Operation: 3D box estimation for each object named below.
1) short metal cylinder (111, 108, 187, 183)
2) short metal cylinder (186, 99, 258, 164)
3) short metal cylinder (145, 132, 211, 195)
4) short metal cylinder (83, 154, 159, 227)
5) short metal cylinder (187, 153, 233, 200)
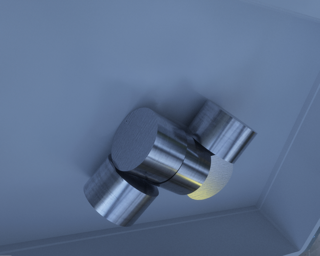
[{"bbox_3d":[-0.014,0.022,0.378,0.050,0.080,0.080,29,102,-38],"label":"short metal cylinder"},{"bbox_3d":[0.084,0.004,0.421,0.080,0.080,0.050,26,104,-37],"label":"short metal cylinder"},{"bbox_3d":[0.020,0.043,0.411,0.050,0.080,0.080,30,101,-38],"label":"short metal cylinder"},{"bbox_3d":[-0.048,0.077,0.394,0.080,0.080,0.050,33,100,-39],"label":"short metal cylinder"},{"bbox_3d":[0.061,0.060,0.462,0.081,0.050,0.079,-14,125,-21],"label":"short metal cylinder"}]
